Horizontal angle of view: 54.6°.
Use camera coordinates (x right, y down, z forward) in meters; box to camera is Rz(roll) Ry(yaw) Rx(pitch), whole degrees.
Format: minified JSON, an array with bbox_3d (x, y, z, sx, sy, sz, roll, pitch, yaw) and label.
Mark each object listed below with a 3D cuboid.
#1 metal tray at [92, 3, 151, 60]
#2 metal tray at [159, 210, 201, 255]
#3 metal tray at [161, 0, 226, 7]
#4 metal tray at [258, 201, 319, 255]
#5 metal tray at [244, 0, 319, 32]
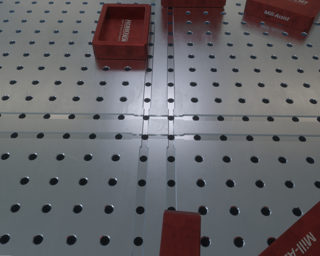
[{"bbox_3d":[-0.063,-0.174,0.550,0.090,0.030,0.130,1,50,1],"label":"metal tray"},{"bbox_3d":[0.012,0.143,0.244,0.030,0.090,0.130,4,50,4],"label":"metal tray"},{"bbox_3d":[0.067,-0.285,0.605,0.131,0.090,0.030,0,50,0],"label":"metal tray"},{"bbox_3d":[0.099,0.122,0.263,0.131,0.090,0.030,-29,56,-22],"label":"metal tray"},{"bbox_3d":[0.245,-0.241,0.608,0.130,0.030,0.090,27,55,21],"label":"metal tray"}]
